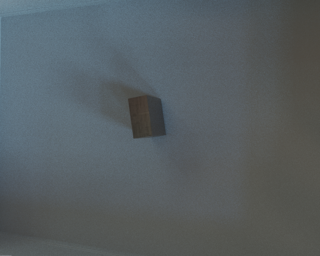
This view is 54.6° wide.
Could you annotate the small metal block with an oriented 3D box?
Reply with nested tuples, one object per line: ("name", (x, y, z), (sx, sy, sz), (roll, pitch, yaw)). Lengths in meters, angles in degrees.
("small metal block", (-0.016, -0.013, 0.399), (0.025, 0.050, 0.050), (-9, 86, 20))
